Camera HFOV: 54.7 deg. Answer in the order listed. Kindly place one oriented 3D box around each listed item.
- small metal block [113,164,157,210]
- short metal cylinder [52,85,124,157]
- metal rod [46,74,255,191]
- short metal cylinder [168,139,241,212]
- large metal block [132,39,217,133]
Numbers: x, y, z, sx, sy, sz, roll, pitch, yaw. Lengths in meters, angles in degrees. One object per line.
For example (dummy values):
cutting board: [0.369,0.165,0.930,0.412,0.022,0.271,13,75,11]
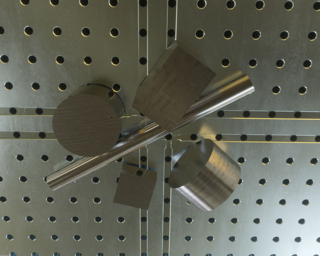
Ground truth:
small metal block: [-0.035,0.084,0.440,0.050,0.025,0.050,14,109,-6]
short metal cylinder: [-0.087,-0.010,0.391,0.081,0.050,0.079,0,110,0]
metal rod: [-0.019,0.010,0.413,0.301,0.025,0.025,-27,108,9]
short metal cylinder: [0.057,0.060,0.403,0.050,0.080,0.080,42,105,-14]
large metal block: [0.014,-0.053,0.361,0.050,0.080,0.080,35,106,-12]
